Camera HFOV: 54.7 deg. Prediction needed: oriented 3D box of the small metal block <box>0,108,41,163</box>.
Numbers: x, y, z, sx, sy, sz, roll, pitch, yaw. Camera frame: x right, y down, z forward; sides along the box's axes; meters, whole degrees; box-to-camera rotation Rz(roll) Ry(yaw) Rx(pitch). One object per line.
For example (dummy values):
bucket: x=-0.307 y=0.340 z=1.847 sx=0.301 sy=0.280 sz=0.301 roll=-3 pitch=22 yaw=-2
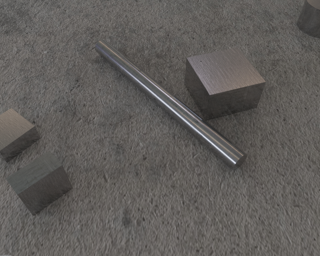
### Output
small metal block: x=-0.192 y=0.008 z=0.395 sx=0.050 sy=0.025 sz=0.050 roll=32 pitch=57 yaw=24

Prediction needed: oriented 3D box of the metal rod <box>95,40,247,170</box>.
metal rod: x=-0.001 y=-0.047 z=0.442 sx=0.025 sy=0.025 sz=0.300 roll=-33 pitch=57 yaw=-24

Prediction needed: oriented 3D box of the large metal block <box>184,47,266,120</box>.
large metal block: x=0.088 y=-0.064 z=0.442 sx=0.081 sy=0.050 sz=0.080 roll=-14 pitch=52 yaw=-12

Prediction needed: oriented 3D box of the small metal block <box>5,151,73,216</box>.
small metal block: x=-0.128 y=0.060 z=0.335 sx=0.050 sy=0.050 sz=0.025 roll=-36 pitch=59 yaw=-26

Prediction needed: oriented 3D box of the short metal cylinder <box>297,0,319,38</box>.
short metal cylinder: x=0.299 y=-0.207 z=0.563 sx=0.081 sy=0.050 sz=0.080 roll=0 pitch=50 yaw=0
